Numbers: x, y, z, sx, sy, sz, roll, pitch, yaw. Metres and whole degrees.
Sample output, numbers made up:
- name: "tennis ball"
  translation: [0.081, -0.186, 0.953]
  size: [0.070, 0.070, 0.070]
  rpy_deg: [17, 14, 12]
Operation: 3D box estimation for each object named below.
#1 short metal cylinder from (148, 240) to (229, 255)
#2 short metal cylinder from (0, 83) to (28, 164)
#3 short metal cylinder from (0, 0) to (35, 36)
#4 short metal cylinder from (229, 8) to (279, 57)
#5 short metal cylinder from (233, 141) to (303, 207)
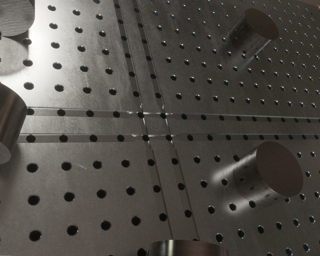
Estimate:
- name: "short metal cylinder"
  translation: [0.027, 0.145, 0.300]
  size: [0.081, 0.080, 0.050]
  rpy_deg: [18, 55, -18]
- name: "short metal cylinder"
  translation: [-0.171, -0.006, 0.284]
  size: [0.081, 0.080, 0.050]
  rpy_deg: [17, 55, -19]
- name: "short metal cylinder"
  translation: [-0.191, -0.156, 0.366]
  size: [0.081, 0.080, 0.050]
  rpy_deg: [3, 61, -27]
- name: "short metal cylinder"
  translation: [0.184, -0.187, 0.608]
  size: [0.081, 0.050, 0.080]
  rpy_deg: [14, 56, -21]
- name: "short metal cylinder"
  translation: [0.151, 0.065, 0.436]
  size: [0.081, 0.050, 0.080]
  rpy_deg: [14, 56, -21]
